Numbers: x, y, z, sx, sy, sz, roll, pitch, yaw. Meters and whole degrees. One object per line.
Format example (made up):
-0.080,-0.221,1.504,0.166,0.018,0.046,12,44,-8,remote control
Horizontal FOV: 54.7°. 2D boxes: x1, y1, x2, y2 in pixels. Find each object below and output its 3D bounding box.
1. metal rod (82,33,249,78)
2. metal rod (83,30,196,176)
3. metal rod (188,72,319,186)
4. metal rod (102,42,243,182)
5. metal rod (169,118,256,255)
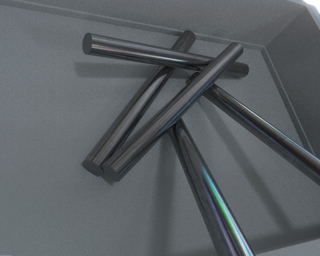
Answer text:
0.032,-0.100,0.454,0.302,0.025,0.025,-1,62,-40,metal rod
-0.012,-0.055,0.434,0.025,0.025,0.301,36,51,-5,metal rod
0.144,0.010,0.404,0.025,0.025,0.300,-18,48,-35,metal rod
0.035,-0.040,0.414,0.025,0.025,0.301,44,55,2,metal rod
0.043,0.059,0.294,0.025,0.025,0.300,18,22,-18,metal rod
